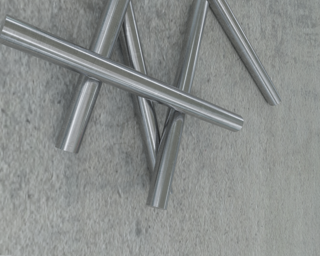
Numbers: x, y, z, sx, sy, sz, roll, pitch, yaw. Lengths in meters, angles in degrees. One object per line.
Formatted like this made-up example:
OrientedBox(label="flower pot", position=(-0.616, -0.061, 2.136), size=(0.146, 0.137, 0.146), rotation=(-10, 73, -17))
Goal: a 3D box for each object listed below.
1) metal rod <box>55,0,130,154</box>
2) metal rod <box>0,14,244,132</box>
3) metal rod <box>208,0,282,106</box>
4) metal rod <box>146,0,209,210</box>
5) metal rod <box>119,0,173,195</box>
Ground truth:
OrientedBox(label="metal rod", position=(-0.053, -0.119, 0.337), size=(0.025, 0.025, 0.299), rotation=(21, 84, -38))
OrientedBox(label="metal rod", position=(-0.013, -0.045, 0.342), size=(0.302, 0.025, 0.025), rotation=(18, 79, -35))
OrientedBox(label="metal rod", position=(0.133, -0.148, 0.518), size=(0.300, 0.025, 0.025), rotation=(48, 62, -30))
OrientedBox(label="metal rod", position=(0.028, -0.045, 0.407), size=(0.025, 0.025, 0.299), rotation=(28, 66, -37))
OrientedBox(label="metal rod", position=(-0.026, -0.056, 0.384), size=(0.025, 0.025, 0.298), rotation=(-20, 103, -38))
